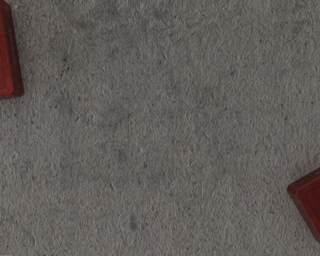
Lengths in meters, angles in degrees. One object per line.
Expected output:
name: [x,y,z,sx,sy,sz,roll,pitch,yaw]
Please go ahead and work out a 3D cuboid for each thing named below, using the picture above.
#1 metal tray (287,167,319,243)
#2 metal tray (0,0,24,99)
metal tray: [0.250,0.087,0.409,0.130,0.030,0.090,-30,90,0]
metal tray: [-0.238,-0.100,0.405,0.091,0.030,0.129,-9,90,0]
